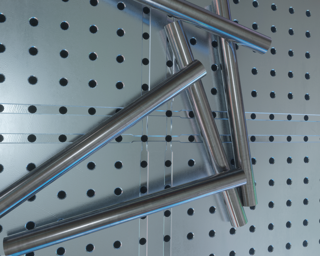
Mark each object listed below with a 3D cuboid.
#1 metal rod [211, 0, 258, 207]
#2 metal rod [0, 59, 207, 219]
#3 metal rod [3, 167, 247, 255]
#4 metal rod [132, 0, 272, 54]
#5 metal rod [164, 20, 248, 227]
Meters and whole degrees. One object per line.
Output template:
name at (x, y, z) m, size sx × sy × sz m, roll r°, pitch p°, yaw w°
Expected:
metal rod at (0.109, -0.035, 0.452) m, size 0.025 × 0.025 × 0.298 m, roll -10°, pitch 94°, yaw -20°
metal rod at (-0.068, 0.007, 0.373) m, size 0.301 × 0.025 × 0.025 m, roll -36°, pitch 102°, yaw -11°
metal rod at (-0.031, 0.100, 0.387) m, size 0.302 × 0.025 × 0.025 m, roll -14°, pitch 95°, yaw -14°
metal rod at (0.008, -0.160, 0.398) m, size 0.302 × 0.025 × 0.025 m, roll 18°, pitch 84°, yaw -13°
metal rod at (0.067, -0.001, 0.436) m, size 0.025 × 0.025 × 0.299 m, roll -22°, pitch 97°, yaw -19°
